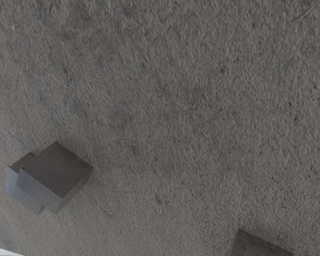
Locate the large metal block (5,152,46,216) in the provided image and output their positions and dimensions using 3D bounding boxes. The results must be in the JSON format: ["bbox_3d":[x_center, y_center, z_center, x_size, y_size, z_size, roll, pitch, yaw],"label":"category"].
[{"bbox_3d":[-0.237,0.105,0.581,0.080,0.050,0.079,35,129,5],"label":"large metal block"}]

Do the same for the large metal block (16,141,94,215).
[{"bbox_3d":[-0.172,0.081,0.512,0.080,0.080,0.050,35,129,5],"label":"large metal block"}]

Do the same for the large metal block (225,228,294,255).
[{"bbox_3d":[0.134,0.205,0.447,0.080,0.050,0.079,21,127,15],"label":"large metal block"}]
